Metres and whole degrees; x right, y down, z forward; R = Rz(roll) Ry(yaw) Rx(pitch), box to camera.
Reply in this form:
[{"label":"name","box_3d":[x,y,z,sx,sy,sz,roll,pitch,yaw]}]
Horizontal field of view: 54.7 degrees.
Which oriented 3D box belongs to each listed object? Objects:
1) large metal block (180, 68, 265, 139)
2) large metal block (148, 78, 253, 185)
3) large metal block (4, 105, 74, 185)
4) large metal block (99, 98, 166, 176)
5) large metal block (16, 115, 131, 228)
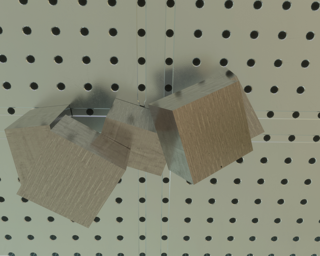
[{"label":"large metal block","box_3d":[0.072,-0.017,0.395,0.080,0.050,0.080,-29,108,9]},{"label":"large metal block","box_3d":[0.044,0.000,0.328,0.081,0.050,0.080,-25,111,-22]},{"label":"large metal block","box_3d":[-0.142,0.022,0.390,0.050,0.080,0.079,-6,110,2]},{"label":"large metal block","box_3d":[-0.029,0.009,0.386,0.080,0.080,0.050,18,109,-7]},{"label":"large metal block","box_3d":[-0.088,0.045,0.329,0.080,0.050,0.080,30,107,-10]}]
